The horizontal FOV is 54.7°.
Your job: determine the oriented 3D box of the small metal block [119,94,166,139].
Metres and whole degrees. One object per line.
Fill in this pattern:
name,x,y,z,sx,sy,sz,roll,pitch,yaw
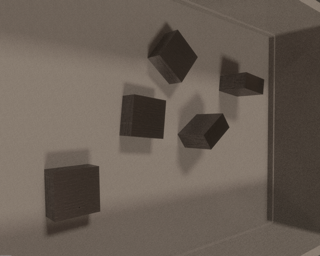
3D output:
small metal block,-0.021,-0.013,0.391,0.050,0.025,0.050,7,86,-40

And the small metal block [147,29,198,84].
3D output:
small metal block,0.018,-0.096,0.424,0.050,0.025,0.050,46,62,-30

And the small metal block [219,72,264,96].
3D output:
small metal block,0.133,-0.070,0.505,0.050,0.050,0.025,9,84,-40

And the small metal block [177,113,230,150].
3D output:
small metal block,0.063,0.004,0.445,0.050,0.050,0.025,-45,117,-31

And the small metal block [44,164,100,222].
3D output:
small metal block,-0.093,0.067,0.330,0.050,0.025,0.050,-3,92,-40
